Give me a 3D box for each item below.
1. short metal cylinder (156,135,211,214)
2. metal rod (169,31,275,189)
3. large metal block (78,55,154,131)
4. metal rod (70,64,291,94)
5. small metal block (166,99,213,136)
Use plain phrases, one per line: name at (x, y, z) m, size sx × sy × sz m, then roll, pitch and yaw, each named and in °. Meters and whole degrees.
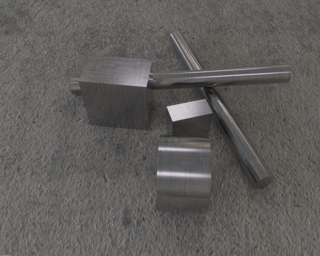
short metal cylinder at (0.024, 0.048, 0.327) m, size 0.050 × 0.080 × 0.080 m, roll 2°, pitch 50°, yaw 2°
metal rod at (0.073, -0.047, 0.443) m, size 0.025 × 0.025 × 0.300 m, roll -14°, pitch 51°, yaw -11°
large metal block at (-0.052, -0.044, 0.405) m, size 0.080 × 0.080 × 0.050 m, roll 5°, pitch 50°, yaw 4°
metal rod at (0.022, -0.067, 0.434) m, size 0.301 × 0.025 × 0.025 m, roll -2°, pitch 50°, yaw 8°
small metal block at (0.036, -0.006, 0.392) m, size 0.050 × 0.050 × 0.025 m, roll -12°, pitch 51°, yaw -10°
